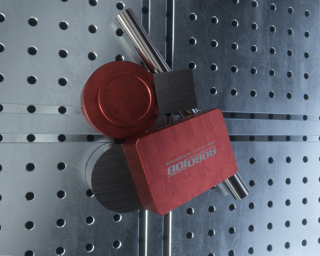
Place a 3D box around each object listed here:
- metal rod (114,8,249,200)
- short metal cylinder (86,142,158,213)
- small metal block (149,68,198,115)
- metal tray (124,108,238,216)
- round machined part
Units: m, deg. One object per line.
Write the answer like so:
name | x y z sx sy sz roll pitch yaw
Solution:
metal rod | 0.036 -0.024 0.422 0.025 0.025 0.299 -38 102 -16
short metal cylinder | -0.047 0.057 0.378 0.081 0.050 0.079 0 90 -20
small metal block | 0.016 -0.046 0.390 0.050 0.025 0.050 -10 96 -15
metal tray | 0.030 0.036 0.377 0.131 0.030 0.089 -21 98 -32
round machined part | -0.044 -0.035 0.382 0.099 0.042 0.097 0 90 -19
